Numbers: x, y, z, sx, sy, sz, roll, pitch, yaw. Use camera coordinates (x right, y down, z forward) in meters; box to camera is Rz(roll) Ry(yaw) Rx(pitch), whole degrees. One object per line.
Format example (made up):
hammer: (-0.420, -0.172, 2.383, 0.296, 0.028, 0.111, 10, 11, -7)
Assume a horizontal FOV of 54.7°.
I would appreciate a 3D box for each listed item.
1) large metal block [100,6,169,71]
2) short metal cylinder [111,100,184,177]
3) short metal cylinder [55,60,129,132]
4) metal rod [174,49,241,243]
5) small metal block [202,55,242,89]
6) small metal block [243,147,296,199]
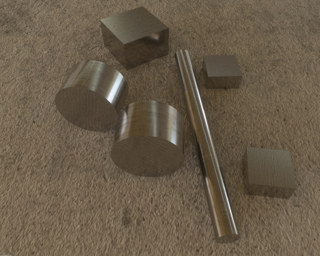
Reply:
large metal block: (-0.042, -0.150, 0.513, 0.081, 0.050, 0.080, -27, 55, -21)
short metal cylinder: (-0.012, 0.014, 0.356, 0.080, 0.080, 0.050, 2, 50, 2)
short metal cylinder: (-0.086, -0.040, 0.401, 0.080, 0.080, 0.050, 9, 51, 7)
metal rod: (0.052, -0.003, 0.406, 0.025, 0.025, 0.300, -5, 50, -4)
small metal block: (0.094, -0.087, 0.477, 0.050, 0.025, 0.050, -2, 50, -2)
small metal block: (0.125, 0.052, 0.361, 0.050, 0.025, 0.050, 6, 50, 5)
